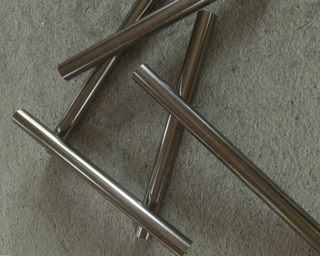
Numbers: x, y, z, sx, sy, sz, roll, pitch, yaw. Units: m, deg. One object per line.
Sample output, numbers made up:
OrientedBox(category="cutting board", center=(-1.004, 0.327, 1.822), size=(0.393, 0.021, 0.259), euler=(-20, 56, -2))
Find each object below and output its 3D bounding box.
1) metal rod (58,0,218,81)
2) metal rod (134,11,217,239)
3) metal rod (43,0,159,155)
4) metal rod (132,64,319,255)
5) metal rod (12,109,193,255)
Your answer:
OrientedBox(category="metal rod", center=(0.003, -0.138, 0.390), size=(0.301, 0.025, 0.025), euler=(-25, 82, 11))
OrientedBox(category="metal rod", center=(0.019, 0.001, 0.402), size=(0.025, 0.025, 0.298), euler=(18, 96, 19))
OrientedBox(category="metal rod", center=(-0.079, -0.085, 0.436), size=(0.025, 0.025, 0.299), euler=(39, 102, 16))
OrientedBox(category="metal rod", center=(0.082, 0.033, 0.362), size=(0.300, 0.025, 0.025), euler=(44, 104, 8))
OrientedBox(category="metal rod", center=(-0.087, 0.064, 0.411), size=(0.300, 0.025, 0.025), euler=(35, 101, 16))
